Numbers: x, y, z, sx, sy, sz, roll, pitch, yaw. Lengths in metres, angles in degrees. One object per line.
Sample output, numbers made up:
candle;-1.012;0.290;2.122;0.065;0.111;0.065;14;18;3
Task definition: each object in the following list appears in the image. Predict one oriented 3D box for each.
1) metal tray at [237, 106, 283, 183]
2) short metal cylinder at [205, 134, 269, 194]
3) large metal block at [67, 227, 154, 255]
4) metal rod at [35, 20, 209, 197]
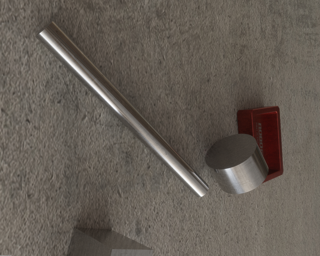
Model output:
metal tray;0.182;0.028;0.557;0.091;0.030;0.129;-9;96;-40
short metal cylinder;0.116;0.053;0.469;0.080;0.080;0.050;-46;118;-30
large metal block;-0.059;0.155;0.321;0.050;0.080;0.080;20;77;-39
metal rod;-0.027;-0.004;0.383;0.300;0.025;0.025;47;62;-30
